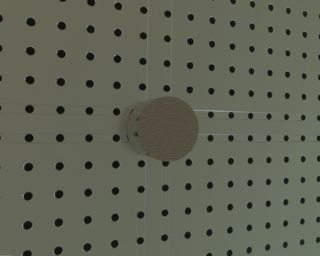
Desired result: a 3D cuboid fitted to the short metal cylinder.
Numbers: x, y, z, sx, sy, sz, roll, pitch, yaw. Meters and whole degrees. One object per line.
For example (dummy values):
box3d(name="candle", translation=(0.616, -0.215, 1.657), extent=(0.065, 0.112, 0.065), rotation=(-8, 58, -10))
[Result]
box3d(name="short metal cylinder", translation=(0.003, 0.001, 0.401), extent=(0.081, 0.050, 0.079), rotation=(0, 90, -21))
